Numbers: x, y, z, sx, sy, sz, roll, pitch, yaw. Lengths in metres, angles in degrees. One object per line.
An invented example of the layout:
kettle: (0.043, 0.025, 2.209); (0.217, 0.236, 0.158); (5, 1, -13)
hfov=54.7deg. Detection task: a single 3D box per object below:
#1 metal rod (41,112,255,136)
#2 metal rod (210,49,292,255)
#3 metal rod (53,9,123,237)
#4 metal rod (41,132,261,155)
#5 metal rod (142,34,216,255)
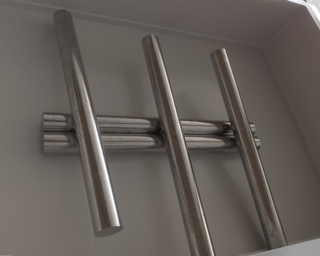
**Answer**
metal rod: (0.005, -0.001, 0.409); (0.303, 0.025, 0.025); (2, 61, -28)
metal rod: (0.120, 0.028, 0.425); (0.025, 0.025, 0.299); (-4, 72, -30)
metal rod: (-0.088, -0.031, 0.345); (0.025, 0.025, 0.299); (-1, 54, -29)
metal rod: (0.009, 0.020, 0.398); (0.303, 0.025, 0.025); (2, 61, -28)
metal rod: (0.016, 0.007, 0.378); (0.025, 0.025, 0.299); (1, 61, -28)
